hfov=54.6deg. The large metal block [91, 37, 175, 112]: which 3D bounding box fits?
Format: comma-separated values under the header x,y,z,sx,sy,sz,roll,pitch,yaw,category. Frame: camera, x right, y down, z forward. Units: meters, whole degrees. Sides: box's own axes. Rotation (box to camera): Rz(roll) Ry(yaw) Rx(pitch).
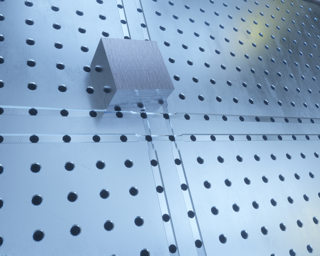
x,y,z,sx,sy,sz,roll,pitch,yaw,category
-0.038,-0.071,0.414,0.081,0.050,0.080,-5,65,-31,large metal block
